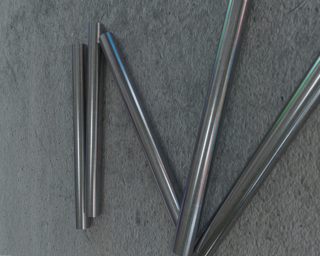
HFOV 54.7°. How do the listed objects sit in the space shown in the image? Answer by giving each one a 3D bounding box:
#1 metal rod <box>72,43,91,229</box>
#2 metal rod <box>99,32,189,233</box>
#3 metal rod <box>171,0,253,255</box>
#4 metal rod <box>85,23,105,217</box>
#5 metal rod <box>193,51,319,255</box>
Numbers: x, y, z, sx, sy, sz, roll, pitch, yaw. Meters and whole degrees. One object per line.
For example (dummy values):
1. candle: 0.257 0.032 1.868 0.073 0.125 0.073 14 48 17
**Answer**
1. metal rod: -0.129 0.013 0.508 0.025 0.025 0.298 -2 89 39
2. metal rod: -0.024 -0.006 0.422 0.025 0.025 0.299 -36 68 34
3. metal rod: 0.057 -0.004 0.342 0.025 0.025 0.298 16 96 38
4. metal rod: -0.103 -0.012 0.486 0.025 0.025 0.298 2 91 39
5. metal rod: 0.100 0.043 0.320 0.025 0.025 0.298 40 114 32
